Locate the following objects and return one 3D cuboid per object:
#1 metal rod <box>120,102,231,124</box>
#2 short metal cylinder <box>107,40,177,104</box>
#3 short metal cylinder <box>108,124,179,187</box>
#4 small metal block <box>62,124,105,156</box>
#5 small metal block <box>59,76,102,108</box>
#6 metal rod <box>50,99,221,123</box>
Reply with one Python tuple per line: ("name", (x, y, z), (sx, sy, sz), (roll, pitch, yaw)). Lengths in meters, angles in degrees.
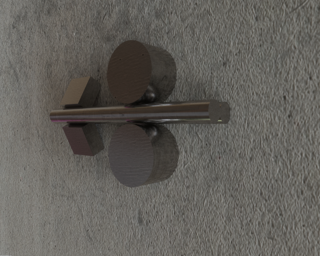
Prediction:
("metal rod", (-0.042, -0.018, 0.441), (0.300, 0.025, 0.025), (1, 91, 40))
("short metal cylinder", (-0.024, -0.071, 0.410), (0.080, 0.050, 0.079), (0, 90, 40))
("short metal cylinder", (-0.022, 0.034, 0.408), (0.080, 0.050, 0.079), (0, 90, 40))
("small metal block", (-0.122, 0.016, 0.494), (0.050, 0.025, 0.050), (1, 117, 39))
("small metal block", (-0.128, -0.054, 0.500), (0.050, 0.025, 0.050), (0, 63, 40))
("metal rod", (-0.058, -0.019, 0.422), (0.300, 0.025, 0.025), (1, 90, 40))
